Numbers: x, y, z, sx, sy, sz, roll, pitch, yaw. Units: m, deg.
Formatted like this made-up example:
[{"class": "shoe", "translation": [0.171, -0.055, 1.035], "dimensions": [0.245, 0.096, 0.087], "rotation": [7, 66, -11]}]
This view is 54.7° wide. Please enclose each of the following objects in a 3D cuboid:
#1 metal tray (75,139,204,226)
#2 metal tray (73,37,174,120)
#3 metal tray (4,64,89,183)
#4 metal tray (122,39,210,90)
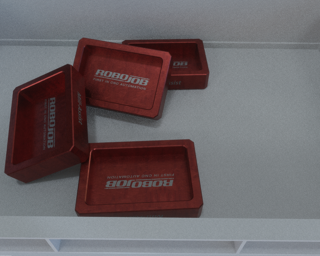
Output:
[{"class": "metal tray", "translation": [-0.023, 0.059, 0.351], "dimensions": [0.131, 0.030, 0.090], "rotation": [-2, 50, -2]}, {"class": "metal tray", "translation": [-0.055, -0.067, 0.426], "dimensions": [0.131, 0.030, 0.090], "rotation": [12, 87, 9]}, {"class": "metal tray", "translation": [-0.136, -0.008, 0.377], "dimensions": [0.090, 0.030, 0.130], "rotation": [-21, 56, 12]}, {"class": "metal tray", "translation": [0.005, -0.101, 0.486], "dimensions": [0.131, 0.030, 0.090], "rotation": [-1, 50, -2]}]
